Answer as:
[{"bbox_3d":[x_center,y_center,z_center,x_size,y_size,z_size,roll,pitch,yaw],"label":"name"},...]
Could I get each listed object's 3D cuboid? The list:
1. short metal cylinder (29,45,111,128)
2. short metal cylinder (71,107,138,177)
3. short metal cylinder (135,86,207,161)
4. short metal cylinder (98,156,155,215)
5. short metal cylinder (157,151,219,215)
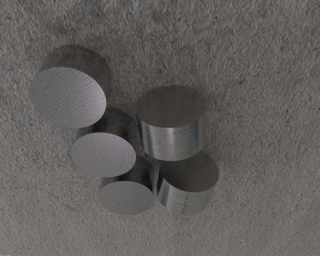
[{"bbox_3d":[-0.098,-0.046,0.350,0.081,0.050,0.079,0,130,0],"label":"short metal cylinder"},{"bbox_3d":[-0.070,0.019,0.406,0.081,0.050,0.079,0,130,0],"label":"short metal cylinder"},{"bbox_3d":[0.014,-0.007,0.365,0.080,0.080,0.050,-4,130,3],"label":"short metal cylinder"},{"bbox_3d":[-0.048,0.086,0.463,0.081,0.050,0.079,0,130,0],"label":"short metal cylinder"},{"bbox_3d":[0.037,0.073,0.434,0.081,0.080,0.050,5,130,-4],"label":"short metal cylinder"}]
